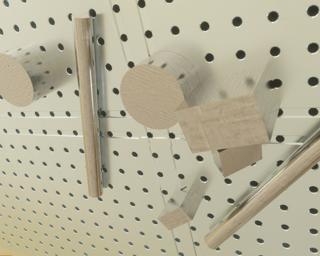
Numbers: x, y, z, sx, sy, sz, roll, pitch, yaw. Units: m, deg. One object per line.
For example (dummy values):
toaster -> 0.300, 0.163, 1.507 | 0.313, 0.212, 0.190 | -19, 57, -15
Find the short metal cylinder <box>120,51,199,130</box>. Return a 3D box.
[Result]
short metal cylinder -> 0.001, -0.045, 0.367 | 0.080, 0.050, 0.079 | 13, 124, 20

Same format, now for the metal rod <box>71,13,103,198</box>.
metal rod -> -0.103, -0.012, 0.457 | 0.025, 0.025, 0.298 | 17, 125, 19

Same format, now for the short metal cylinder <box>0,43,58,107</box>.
short metal cylinder -> -0.198, -0.077, 0.452 | 0.080, 0.050, 0.079 | 13, 124, 21

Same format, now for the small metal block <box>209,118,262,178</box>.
small metal block -> 0.087, 0.023, 0.353 | 0.050, 0.025, 0.050 | -26, 136, -4

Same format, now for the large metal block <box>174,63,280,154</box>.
large metal block -> 0.073, -0.021, 0.324 | 0.080, 0.080, 0.050 | -12, 112, 33

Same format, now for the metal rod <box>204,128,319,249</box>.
metal rod -> 0.138, 0.074, 0.384 | 0.025, 0.025, 0.298 | 35, 129, 5

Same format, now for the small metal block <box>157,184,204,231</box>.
small metal block -> 0.030, 0.115, 0.450 | 0.025, 0.050, 0.050 | 47, 129, -5
